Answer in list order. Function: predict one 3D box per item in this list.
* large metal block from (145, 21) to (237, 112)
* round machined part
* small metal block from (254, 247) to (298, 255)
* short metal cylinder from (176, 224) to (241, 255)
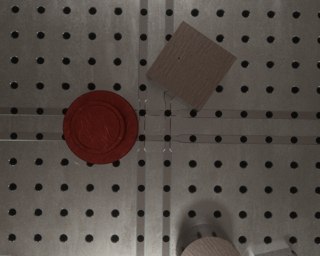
[{"bbox_3d":[0.038,-0.076,0.401,0.080,0.050,0.080,35,90,-1],"label":"large metal block"},{"bbox_3d":[-0.078,-0.001,0.404,0.099,0.042,0.097,0,90,-1],"label":"round machined part"},{"bbox_3d":[0.160,0.195,0.416,0.050,0.025,0.050,-13,90,-1],"label":"small metal block"},{"bbox_3d":[0.062,0.172,0.402,0.081,0.050,0.079,0,90,-1],"label":"short metal cylinder"}]
